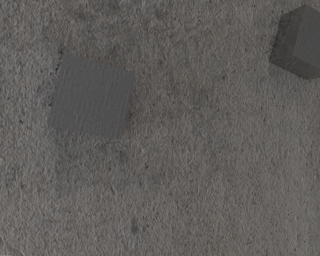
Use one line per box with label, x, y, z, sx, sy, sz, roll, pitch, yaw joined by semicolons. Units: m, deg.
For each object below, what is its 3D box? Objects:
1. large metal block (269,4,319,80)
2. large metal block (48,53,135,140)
large metal block;0.226;-0.129;0.479;0.081;0.050;0.080;19;84;-19
large metal block;-0.082;-0.034;0.365;0.081;0.050;0.080;13;86;-20
